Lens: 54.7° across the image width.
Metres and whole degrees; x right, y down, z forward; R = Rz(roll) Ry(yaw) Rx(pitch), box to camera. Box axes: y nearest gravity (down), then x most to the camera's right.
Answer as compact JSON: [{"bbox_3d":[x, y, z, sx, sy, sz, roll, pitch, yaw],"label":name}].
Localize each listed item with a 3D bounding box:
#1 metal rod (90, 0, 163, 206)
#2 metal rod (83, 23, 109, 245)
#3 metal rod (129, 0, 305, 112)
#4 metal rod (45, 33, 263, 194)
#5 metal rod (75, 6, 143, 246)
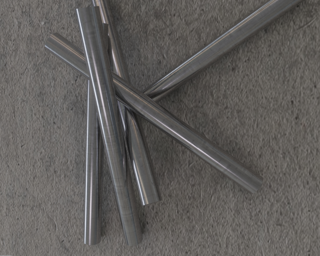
[{"bbox_3d":[-0.048,-0.051,0.402,0.025,0.025,0.299,-21,74,19],"label":"metal rod"},{"bbox_3d":[-0.087,0.015,0.416,0.025,0.025,0.298,8,101,20],"label":"metal rod"},{"bbox_3d":[0.045,-0.080,0.392,0.300,0.025,0.025,-34,79,16],"label":"metal rod"},{"bbox_3d":[-0.008,-0.018,0.372,0.301,0.025,0.025,35,102,1],"label":"metal rod"},{"bbox_3d":[-0.056,0.014,0.371,0.025,0.025,0.298,0,112,20],"label":"metal rod"}]
